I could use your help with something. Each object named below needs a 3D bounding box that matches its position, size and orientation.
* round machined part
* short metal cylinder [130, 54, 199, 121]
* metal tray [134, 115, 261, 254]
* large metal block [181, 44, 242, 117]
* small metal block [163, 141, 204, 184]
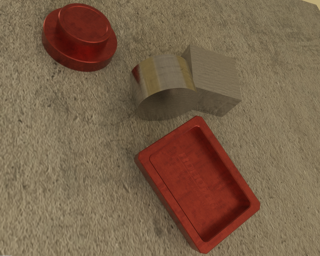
[{"bbox_3d":[-0.104,-0.127,0.416,0.099,0.042,0.098,14,56,-21],"label":"round machined part"},{"bbox_3d":[0.005,-0.050,0.403,0.081,0.080,0.050,0,62,-29],"label":"short metal cylinder"},{"bbox_3d":[0.043,0.062,0.357,0.090,0.030,0.130,-33,87,-18],"label":"metal tray"},{"bbox_3d":[0.071,-0.071,0.471,0.081,0.050,0.080,13,56,-22],"label":"large metal block"},{"bbox_3d":[0.033,0.043,0.397,0.050,0.025,0.050,38,51,-3],"label":"small metal block"}]
